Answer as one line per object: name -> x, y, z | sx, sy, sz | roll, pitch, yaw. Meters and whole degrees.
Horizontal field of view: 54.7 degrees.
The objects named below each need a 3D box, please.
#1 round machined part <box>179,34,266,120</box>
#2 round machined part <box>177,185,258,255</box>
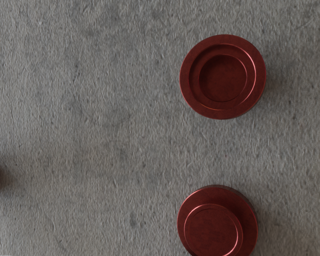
round machined part -> 0.076, -0.058, 0.373 | 0.098, 0.042, 0.097 | 0, 90, 19
round machined part -> 0.067, 0.121, 0.376 | 0.098, 0.042, 0.097 | 0, 90, 19
